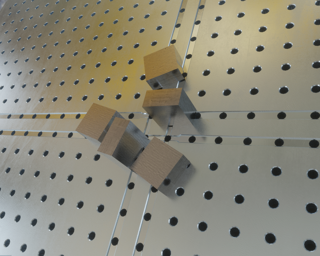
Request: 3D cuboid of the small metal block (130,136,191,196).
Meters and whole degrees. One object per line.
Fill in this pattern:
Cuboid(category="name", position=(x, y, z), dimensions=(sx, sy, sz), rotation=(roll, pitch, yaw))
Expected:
Cuboid(category="small metal block", position=(0.000, 0.046, 0.381), dimensions=(0.050, 0.025, 0.050), rotation=(31, 79, 38))

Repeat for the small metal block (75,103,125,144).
Cuboid(category="small metal block", position=(-0.088, -0.005, 0.459), dimensions=(0.050, 0.025, 0.050), rotation=(19, 72, 35))

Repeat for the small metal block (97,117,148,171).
Cuboid(category="small metal block", position=(-0.047, 0.021, 0.405), dimensions=(0.025, 0.050, 0.050), rotation=(13, 69, 34))

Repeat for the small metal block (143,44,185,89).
Cuboid(category="small metal block", position=(0.005, -0.090, 0.462), dimensions=(0.050, 0.025, 0.050), rotation=(-19, 54, 17))

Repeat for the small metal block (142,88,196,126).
Cuboid(category="small metal block", position=(0.013, -0.026, 0.402), dimensions=(0.050, 0.050, 0.025), rotation=(-1, 62, 28))
